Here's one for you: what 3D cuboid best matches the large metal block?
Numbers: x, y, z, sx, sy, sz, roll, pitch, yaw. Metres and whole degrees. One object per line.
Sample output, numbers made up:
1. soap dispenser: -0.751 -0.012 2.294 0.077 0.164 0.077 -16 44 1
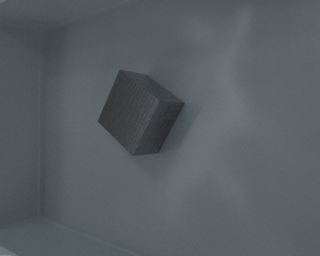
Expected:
1. large metal block: -0.027 -0.020 0.411 0.080 0.050 0.079 40 114 32
